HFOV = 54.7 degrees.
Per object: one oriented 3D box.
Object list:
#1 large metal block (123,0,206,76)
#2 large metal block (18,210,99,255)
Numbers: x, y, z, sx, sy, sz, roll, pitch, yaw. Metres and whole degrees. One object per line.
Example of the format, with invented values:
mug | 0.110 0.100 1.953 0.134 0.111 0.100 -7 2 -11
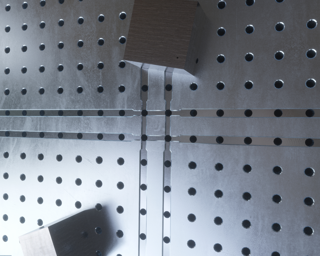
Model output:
large metal block | 0.007 -0.116 0.396 0.080 0.050 0.079 13 94 19
large metal block | -0.136 0.170 0.430 0.050 0.080 0.080 -23 83 18
